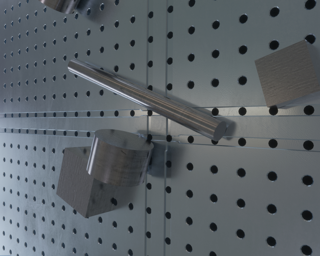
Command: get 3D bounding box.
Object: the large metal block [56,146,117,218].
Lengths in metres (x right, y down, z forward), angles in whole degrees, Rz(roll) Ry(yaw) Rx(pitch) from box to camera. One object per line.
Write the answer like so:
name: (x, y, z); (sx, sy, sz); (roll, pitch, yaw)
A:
large metal block: (-0.113, 0.081, 0.486); (0.080, 0.050, 0.079); (23, 105, 37)

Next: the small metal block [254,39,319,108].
small metal block: (0.127, -0.051, 0.304); (0.050, 0.025, 0.050); (-19, 78, 38)

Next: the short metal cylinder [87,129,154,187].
short metal cylinder: (-0.053, 0.038, 0.418); (0.080, 0.081, 0.050); (25, 106, 37)

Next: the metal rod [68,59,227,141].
metal rod: (-0.039, -0.051, 0.441); (0.300, 0.025, 0.025); (27, 107, 36)

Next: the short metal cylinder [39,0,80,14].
short metal cylinder: (-0.168, -0.235, 0.513); (0.050, 0.081, 0.080); (-51, 60, 28)
